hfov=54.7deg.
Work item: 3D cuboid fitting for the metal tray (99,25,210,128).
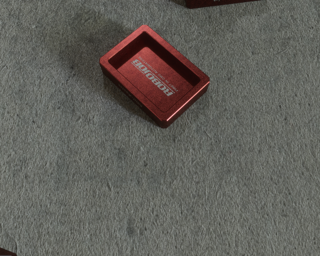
[{"bbox_3d":[-0.008,-0.074,0.432,0.090,0.030,0.130,-43,76,-14],"label":"metal tray"}]

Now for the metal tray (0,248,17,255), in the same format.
[{"bbox_3d":[-0.217,0.183,0.320,0.090,0.030,0.129,19,84,5],"label":"metal tray"}]

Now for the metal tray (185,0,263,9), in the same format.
[{"bbox_3d":[0.100,-0.243,0.494,0.131,0.030,0.090,-8,70,-3],"label":"metal tray"}]
